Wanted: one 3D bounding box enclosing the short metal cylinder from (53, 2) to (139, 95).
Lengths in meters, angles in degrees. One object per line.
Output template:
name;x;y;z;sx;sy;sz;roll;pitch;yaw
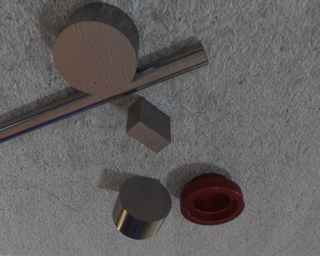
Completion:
short metal cylinder;-0.063;-0.081;0.321;0.081;0.050;0.079;0;130;0

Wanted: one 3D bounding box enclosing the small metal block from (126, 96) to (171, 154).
small metal block;-0.013;-0.004;0.387;0.050;0.050;0.025;36;122;-26

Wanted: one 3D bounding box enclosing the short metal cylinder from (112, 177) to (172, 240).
short metal cylinder;-0.028;0.122;0.474;0.081;0.080;0.050;14;129;-12

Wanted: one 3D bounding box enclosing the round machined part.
round machined part;0.080;0.109;0.490;0.099;0.042;0.097;0;130;0

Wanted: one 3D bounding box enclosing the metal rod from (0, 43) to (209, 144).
metal rod;-0.088;-0.035;0.376;0.301;0.025;0.025;-19;128;15
